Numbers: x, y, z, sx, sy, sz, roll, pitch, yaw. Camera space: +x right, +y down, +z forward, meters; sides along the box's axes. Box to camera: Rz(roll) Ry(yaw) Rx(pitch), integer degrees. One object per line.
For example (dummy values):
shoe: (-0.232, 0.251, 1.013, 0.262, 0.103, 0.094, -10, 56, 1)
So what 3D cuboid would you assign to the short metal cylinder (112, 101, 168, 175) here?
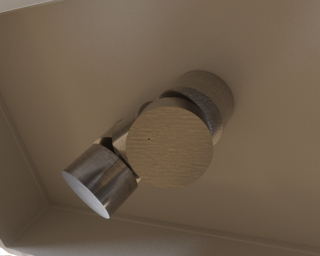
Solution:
short metal cylinder: (-0.011, 0.014, 0.384, 0.050, 0.080, 0.080, -33, 100, 38)

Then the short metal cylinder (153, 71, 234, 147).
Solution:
short metal cylinder: (0.039, -0.020, 0.357, 0.080, 0.050, 0.079, 13, 124, 20)

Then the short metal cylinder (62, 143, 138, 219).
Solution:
short metal cylinder: (-0.075, 0.066, 0.385, 0.080, 0.050, 0.080, 32, 150, 22)

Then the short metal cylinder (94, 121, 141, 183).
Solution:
short metal cylinder: (-0.049, 0.035, 0.436, 0.080, 0.050, 0.079, 13, 124, 20)

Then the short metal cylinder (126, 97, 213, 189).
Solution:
short metal cylinder: (0.011, 0.013, 0.307, 0.080, 0.050, 0.079, 1, 105, 5)
